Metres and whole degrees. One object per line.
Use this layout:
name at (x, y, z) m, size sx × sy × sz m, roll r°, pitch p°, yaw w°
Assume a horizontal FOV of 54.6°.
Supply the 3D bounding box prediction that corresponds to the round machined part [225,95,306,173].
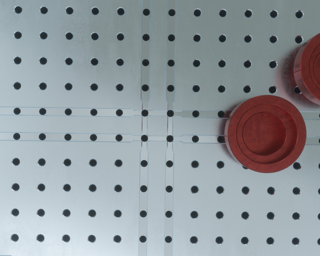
round machined part at (0.133, 0.007, 0.406) m, size 0.099 × 0.042 × 0.097 m, roll 0°, pitch 90°, yaw 0°

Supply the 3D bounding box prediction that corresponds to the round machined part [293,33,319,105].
round machined part at (0.223, -0.076, 0.406) m, size 0.099 × 0.042 × 0.097 m, roll 0°, pitch 90°, yaw 0°
